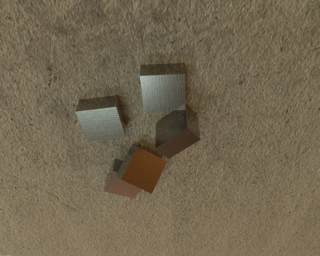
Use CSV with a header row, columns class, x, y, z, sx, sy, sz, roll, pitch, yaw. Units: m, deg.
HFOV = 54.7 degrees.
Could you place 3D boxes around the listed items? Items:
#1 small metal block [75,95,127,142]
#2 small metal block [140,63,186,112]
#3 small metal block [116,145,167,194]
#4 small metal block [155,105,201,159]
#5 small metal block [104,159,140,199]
class,x,y,z,sx,sy,sz,roll,pitch,yaw
small metal block,-0.073,-0.012,0.396,0.050,0.025,0.050,-7,130,5
small metal block,0.004,-0.048,0.367,0.050,0.025,0.050,-3,130,2
small metal block,-0.026,0.058,0.438,0.050,0.025,0.050,30,80,-23
small metal block,0.021,0.003,0.394,0.050,0.050,0.025,-34,122,25
small metal block,-0.053,0.078,0.473,0.050,0.025,0.050,17,128,-14
